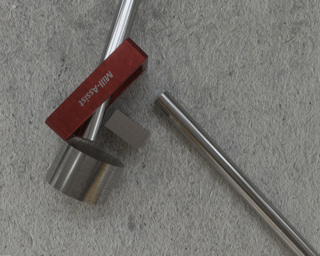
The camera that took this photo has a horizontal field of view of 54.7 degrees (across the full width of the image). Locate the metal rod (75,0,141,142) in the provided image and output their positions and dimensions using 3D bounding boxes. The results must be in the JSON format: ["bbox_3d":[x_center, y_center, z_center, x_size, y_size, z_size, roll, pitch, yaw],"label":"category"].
[{"bbox_3d":[-0.047,-0.129,0.386,0.025,0.025,0.299,16,81,-1],"label":"metal rod"}]

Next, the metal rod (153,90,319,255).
[{"bbox_3d":[0.102,0.068,0.411,0.025,0.025,0.300,-43,91,0],"label":"metal rod"}]

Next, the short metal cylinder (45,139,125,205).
[{"bbox_3d":[-0.091,0.052,0.381,0.080,0.080,0.050,26,90,-1],"label":"short metal cylinder"}]

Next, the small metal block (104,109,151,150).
[{"bbox_3d":[-0.039,0.002,0.397,0.050,0.050,0.025,37,90,-1],"label":"small metal block"}]

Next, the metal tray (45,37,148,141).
[{"bbox_3d":[-0.071,-0.044,0.375,0.030,0.090,0.130,45,90,-4],"label":"metal tray"}]
